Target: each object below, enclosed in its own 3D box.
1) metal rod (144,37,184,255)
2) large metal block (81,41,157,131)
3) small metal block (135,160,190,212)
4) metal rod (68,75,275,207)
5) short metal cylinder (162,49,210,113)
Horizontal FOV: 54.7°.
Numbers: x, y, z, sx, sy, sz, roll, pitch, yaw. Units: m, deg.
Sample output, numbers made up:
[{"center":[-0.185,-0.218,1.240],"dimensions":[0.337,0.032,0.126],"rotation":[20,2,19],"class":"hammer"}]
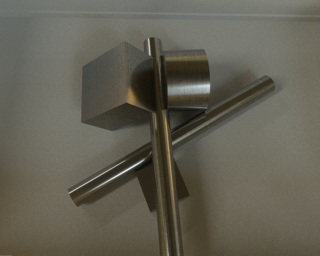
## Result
[{"center":[0.002,0.022,0.373],"dimensions":[0.025,0.025,0.299],"rotation":[-4,69,-2],"class":"metal rod"},{"center":[-0.053,-0.049,0.392],"dimensions":[0.080,0.050,0.080],"rotation":[-19,65,36],"class":"large metal block"},{"center":[0.003,0.071,0.382],"dimensions":[0.050,0.025,0.050],"rotation":[-20,71,-8],"class":"small metal block"},{"center":[0.023,0.011,0.403],"dimensions":[0.302,0.025,0.025],"rotation":[-30,73,-11],"class":"metal rod"},{"center":[0.031,-0.060,0.401],"dimensions":[0.050,0.080,0.080],"rotation":[-4,70,-3],"class":"short metal cylinder"}]
